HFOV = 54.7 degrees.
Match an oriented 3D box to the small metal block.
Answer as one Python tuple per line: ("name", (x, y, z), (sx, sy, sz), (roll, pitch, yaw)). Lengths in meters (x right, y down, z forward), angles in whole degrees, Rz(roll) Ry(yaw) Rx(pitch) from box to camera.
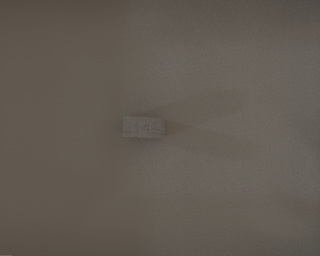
("small metal block", (-0.020, -0.001, 0.395), (0.050, 0.050, 0.025), (3, 90, -1))
